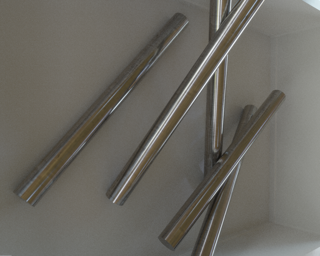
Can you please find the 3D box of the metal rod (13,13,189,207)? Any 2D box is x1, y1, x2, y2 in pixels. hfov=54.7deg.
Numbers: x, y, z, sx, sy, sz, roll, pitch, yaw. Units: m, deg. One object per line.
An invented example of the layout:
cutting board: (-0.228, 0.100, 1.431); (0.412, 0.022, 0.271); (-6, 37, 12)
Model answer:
metal rod: (-0.051, -0.040, 0.363); (0.025, 0.025, 0.301); (51, 60, -28)

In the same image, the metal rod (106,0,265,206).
metal rod: (0.031, -0.039, 0.353); (0.025, 0.025, 0.299); (31, 95, -36)

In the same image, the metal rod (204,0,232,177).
metal rod: (0.074, -0.041, 0.408); (0.025, 0.025, 0.298); (-25, 124, -37)

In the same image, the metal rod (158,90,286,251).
metal rod: (0.101, 0.042, 0.436); (0.301, 0.025, 0.025); (-45, 118, -28)

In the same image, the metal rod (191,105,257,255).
metal rod: (0.099, 0.069, 0.446); (0.025, 0.025, 0.301); (54, 45, -26)
